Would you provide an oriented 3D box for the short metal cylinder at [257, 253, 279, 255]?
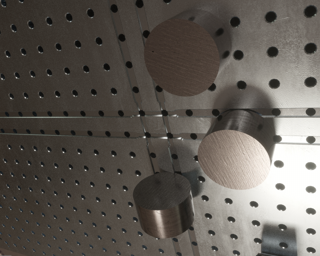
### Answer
[{"bbox_3d":[0.160,0.218,0.426,0.050,0.080,0.079,1,119,27],"label":"short metal cylinder"}]

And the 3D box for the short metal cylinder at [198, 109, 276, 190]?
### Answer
[{"bbox_3d":[0.090,0.025,0.362,0.080,0.050,0.079,13,124,20],"label":"short metal cylinder"}]

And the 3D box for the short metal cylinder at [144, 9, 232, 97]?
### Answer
[{"bbox_3d":[0.030,-0.080,0.329,0.080,0.050,0.079,13,124,20],"label":"short metal cylinder"}]

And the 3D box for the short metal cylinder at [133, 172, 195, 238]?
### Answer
[{"bbox_3d":[0.006,0.107,0.437,0.080,0.080,0.050,4,120,26],"label":"short metal cylinder"}]
